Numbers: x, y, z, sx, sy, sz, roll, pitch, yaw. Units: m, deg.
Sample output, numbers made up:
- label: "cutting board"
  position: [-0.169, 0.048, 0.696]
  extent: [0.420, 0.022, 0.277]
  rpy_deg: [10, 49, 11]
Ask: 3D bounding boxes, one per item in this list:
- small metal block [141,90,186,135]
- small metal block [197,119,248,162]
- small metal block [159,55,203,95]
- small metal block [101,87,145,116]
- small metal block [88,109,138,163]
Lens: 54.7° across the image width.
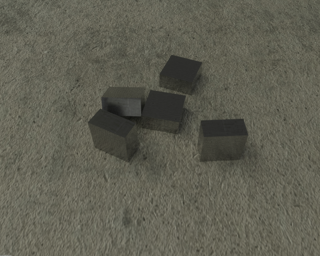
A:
- label: "small metal block"
  position: [0.006, -0.022, 0.422]
  extent: [0.050, 0.025, 0.050]
  rpy_deg: [10, 51, 8]
- label: "small metal block"
  position: [0.074, 0.016, 0.374]
  extent: [0.050, 0.050, 0.025]
  rpy_deg: [-2, 50, -2]
- label: "small metal block"
  position: [0.032, -0.082, 0.472]
  extent: [0.050, 0.025, 0.050]
  rpy_deg: [17, 52, 14]
- label: "small metal block"
  position: [-0.048, -0.037, 0.420]
  extent: [0.050, 0.025, 0.050]
  rpy_deg: [1, 23, 2]
- label: "small metal block"
  position: [-0.056, 0.010, 0.378]
  extent: [0.050, 0.050, 0.025]
  rpy_deg: [22, 54, 17]
